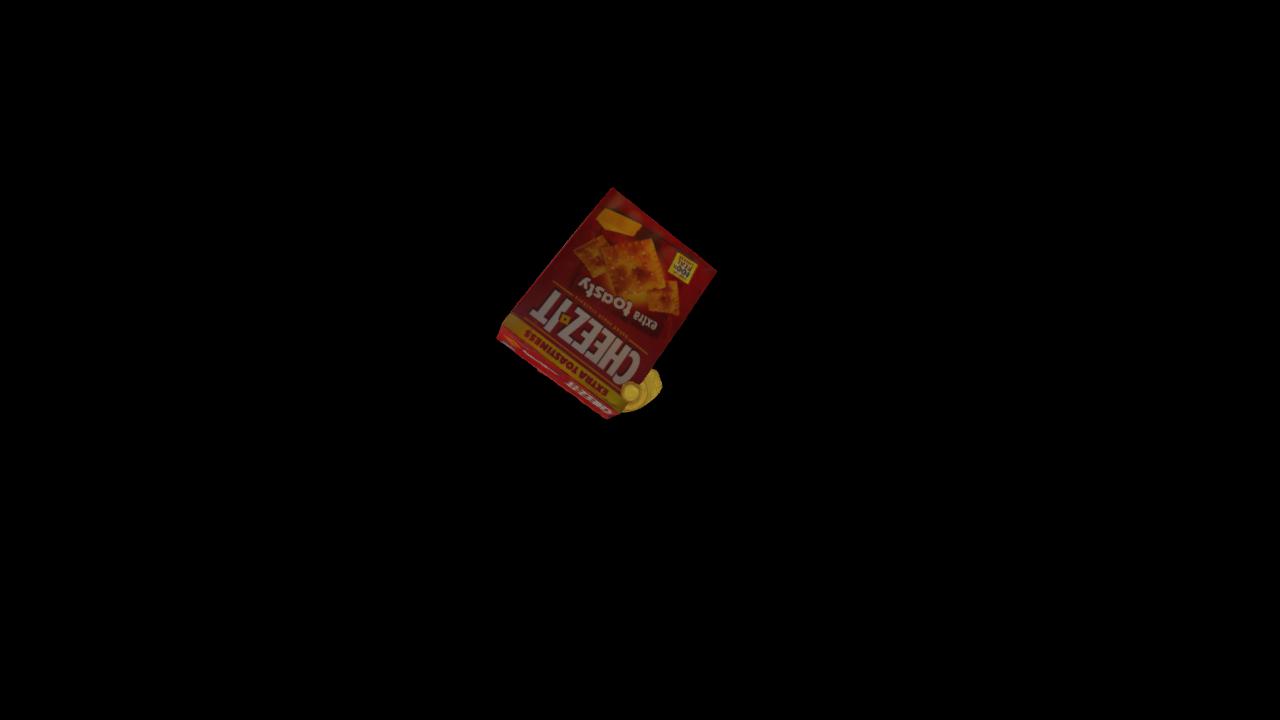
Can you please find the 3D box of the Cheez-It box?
[{"bbox_3d":[-0.037,-0.067,0.726,0.166,0.223,0.071,37,-20,-7],"label":"Cheez-It box"}]

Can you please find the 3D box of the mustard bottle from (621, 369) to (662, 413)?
[{"bbox_3d":[-0.019,0.034,0.757,0.092,0.054,0.184,-10,2,-6],"label":"mustard bottle"}]
